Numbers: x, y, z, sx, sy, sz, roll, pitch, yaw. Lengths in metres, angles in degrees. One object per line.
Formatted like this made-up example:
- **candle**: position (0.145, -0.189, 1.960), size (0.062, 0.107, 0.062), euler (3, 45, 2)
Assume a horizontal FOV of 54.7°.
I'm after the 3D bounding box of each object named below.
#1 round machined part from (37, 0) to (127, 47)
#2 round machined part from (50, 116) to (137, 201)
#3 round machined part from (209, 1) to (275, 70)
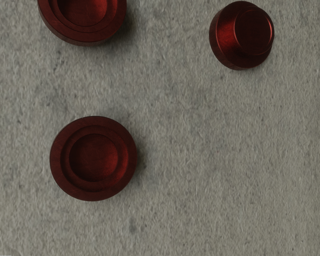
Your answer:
- **round machined part**: position (-0.092, -0.145, 0.366), size (0.099, 0.042, 0.097), euler (0, 90, -21)
- **round machined part**: position (-0.080, 0.034, 0.371), size (0.099, 0.042, 0.097), euler (0, 90, -21)
- **round machined part**: position (0.124, -0.135, 0.447), size (0.099, 0.042, 0.097), euler (0, 90, -21)
